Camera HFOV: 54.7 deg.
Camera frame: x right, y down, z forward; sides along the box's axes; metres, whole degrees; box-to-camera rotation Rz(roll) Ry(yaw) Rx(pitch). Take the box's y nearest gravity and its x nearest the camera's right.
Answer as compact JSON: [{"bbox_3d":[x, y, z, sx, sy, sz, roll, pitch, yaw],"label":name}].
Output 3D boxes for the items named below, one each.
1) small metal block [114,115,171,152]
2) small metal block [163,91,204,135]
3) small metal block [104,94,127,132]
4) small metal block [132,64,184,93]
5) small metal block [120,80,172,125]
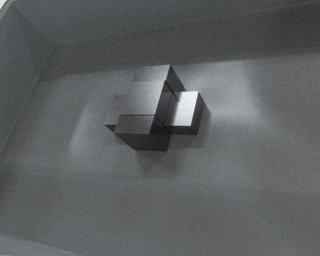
[{"bbox_3d":[-0.021,0.007,0.393,0.050,0.050,0.025,1,62,28],"label":"small metal block"},{"bbox_3d":[0.026,-0.019,0.402,0.050,0.025,0.050,1,62,28],"label":"small metal block"},{"bbox_3d":[-0.045,-0.021,0.439,0.050,0.025,0.050,1,62,28],"label":"small metal block"},{"bbox_3d":[-0.001,-0.059,0.424,0.050,0.050,0.025,1,62,28],"label":"small metal block"},{"bbox_3d":[-0.017,-0.032,0.399,0.050,0.025,0.050,1,62,28],"label":"small metal block"}]
